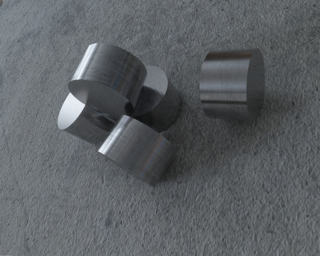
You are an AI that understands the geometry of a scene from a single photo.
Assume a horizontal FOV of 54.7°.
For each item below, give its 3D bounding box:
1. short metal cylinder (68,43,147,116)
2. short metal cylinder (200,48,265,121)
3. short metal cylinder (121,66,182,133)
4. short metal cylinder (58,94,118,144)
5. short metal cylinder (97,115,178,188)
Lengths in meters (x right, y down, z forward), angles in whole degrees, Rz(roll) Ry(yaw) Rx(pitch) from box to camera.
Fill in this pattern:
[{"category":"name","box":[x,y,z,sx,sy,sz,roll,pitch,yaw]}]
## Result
[{"category":"short metal cylinder","box":[-0.061,-0.055,0.371,0.080,0.080,0.050,5,65,30]},{"category":"short metal cylinder","box":[0.085,-0.049,0.354,0.050,0.080,0.080,5,64,30]},{"category":"short metal cylinder","box":[-0.016,-0.037,0.419,0.080,0.050,0.080,-13,56,21]},{"category":"short metal cylinder","box":[-0.100,-0.023,0.439,0.080,0.050,0.080,-30,44,34]},{"category":"short metal cylinder","box":[-0.027,0.028,0.366,0.080,0.080,0.050,24,75,36]}]
